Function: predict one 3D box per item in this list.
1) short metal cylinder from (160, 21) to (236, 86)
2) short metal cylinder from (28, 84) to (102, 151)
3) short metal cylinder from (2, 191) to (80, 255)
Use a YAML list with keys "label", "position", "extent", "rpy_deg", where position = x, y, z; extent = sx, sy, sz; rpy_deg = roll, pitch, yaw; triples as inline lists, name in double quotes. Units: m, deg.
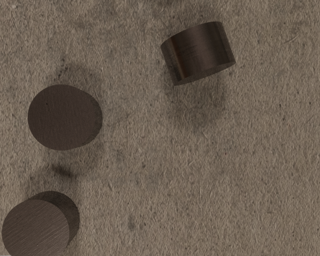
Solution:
- label: "short metal cylinder"
  position: [0.047, -0.090, 0.383]
  extent: [0.080, 0.080, 0.050]
  rpy_deg: [-19, 90, 0]
- label: "short metal cylinder"
  position: [-0.118, -0.013, 0.396]
  extent: [0.081, 0.050, 0.079]
  rpy_deg: [0, 90, -1]
- label: "short metal cylinder"
  position: [-0.149, 0.125, 0.396]
  extent: [0.081, 0.050, 0.079]
  rpy_deg: [0, 90, -1]
